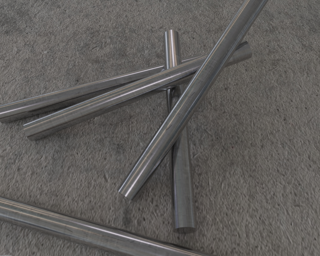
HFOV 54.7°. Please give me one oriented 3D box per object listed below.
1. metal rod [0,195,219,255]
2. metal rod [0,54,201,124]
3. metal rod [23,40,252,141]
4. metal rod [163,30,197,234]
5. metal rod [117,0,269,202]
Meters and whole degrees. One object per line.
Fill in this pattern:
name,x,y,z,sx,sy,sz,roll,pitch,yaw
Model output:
metal rod,-0.076,0.105,0.313,0.301,0.025,0.025,12,51,10
metal rod,-0.076,-0.061,0.453,0.302,0.025,0.025,-17,52,-14
metal rod,-0.028,-0.048,0.399,0.301,0.025,0.025,-21,52,0
metal rod,0.022,-0.019,0.399,0.025,0.025,0.300,-1,56,-1
metal rod,0.046,-0.048,0.366,0.025,0.025,0.300,30,80,23
